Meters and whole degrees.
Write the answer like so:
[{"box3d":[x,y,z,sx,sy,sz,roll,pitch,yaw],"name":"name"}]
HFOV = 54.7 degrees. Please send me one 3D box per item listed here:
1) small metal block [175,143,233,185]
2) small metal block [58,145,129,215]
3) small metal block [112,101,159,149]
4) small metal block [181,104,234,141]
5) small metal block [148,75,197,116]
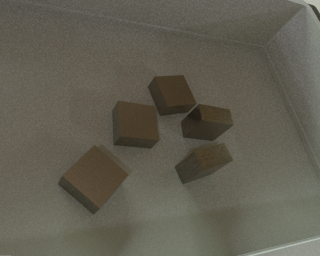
[{"box3d":[0.055,0.045,0.393,0.050,0.050,0.025,-12,68,-34],"name":"small metal block"},{"box3d":[-0.071,0.055,0.334,0.050,0.025,0.050,41,51,0],"name":"small metal block"},{"box3d":[-0.032,-0.004,0.392,0.050,0.025,0.050,7,59,-25],"name":"small metal block"},{"box3d":[0.064,-0.006,0.430,0.050,0.050,0.025,8,59,-25],"name":"small metal block"},{"box3d":[0.017,-0.048,0.446,0.050,0.025,0.050,-9,66,-32],"name":"small metal block"}]
